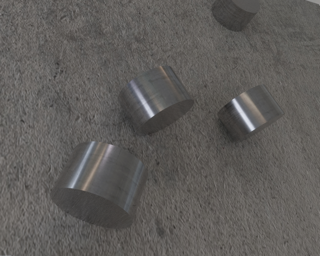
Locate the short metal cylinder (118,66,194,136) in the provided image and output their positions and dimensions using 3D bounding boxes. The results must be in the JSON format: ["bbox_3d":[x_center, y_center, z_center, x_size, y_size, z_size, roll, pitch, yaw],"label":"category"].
[{"bbox_3d":[-0.005,-0.032,0.385,0.081,0.080,0.050,-21,73,-36],"label":"short metal cylinder"}]

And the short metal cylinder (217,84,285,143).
[{"bbox_3d":[0.131,-0.020,0.451,0.081,0.080,0.050,-20,73,-35],"label":"short metal cylinder"}]

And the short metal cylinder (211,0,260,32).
[{"bbox_3d":[0.150,-0.239,0.614,0.081,0.050,0.080,14,56,-21],"label":"short metal cylinder"}]

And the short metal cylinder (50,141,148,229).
[{"bbox_3d":[-0.057,0.057,0.303,0.080,0.080,0.050,27,52,-11],"label":"short metal cylinder"}]
